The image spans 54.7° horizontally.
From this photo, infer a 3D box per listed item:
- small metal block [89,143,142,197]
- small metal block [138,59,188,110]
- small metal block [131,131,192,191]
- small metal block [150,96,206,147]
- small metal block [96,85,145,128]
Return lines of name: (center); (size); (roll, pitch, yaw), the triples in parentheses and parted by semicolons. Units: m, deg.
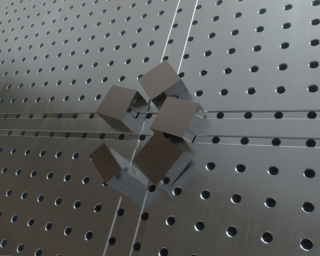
small metal block: (-0.055, 0.052, 0.387); (0.025, 0.050, 0.050); (-42, 51, 0)
small metal block: (0.003, -0.063, 0.444); (0.050, 0.025, 0.050); (-35, 52, 4)
small metal block: (0.002, 0.039, 0.378); (0.050, 0.025, 0.050); (-52, 52, 0)
small metal block: (0.023, -0.009, 0.401); (0.050, 0.025, 0.050); (17, 70, 34)
small metal block: (-0.058, -0.032, 0.457); (0.050, 0.025, 0.050); (17, 70, 34)
